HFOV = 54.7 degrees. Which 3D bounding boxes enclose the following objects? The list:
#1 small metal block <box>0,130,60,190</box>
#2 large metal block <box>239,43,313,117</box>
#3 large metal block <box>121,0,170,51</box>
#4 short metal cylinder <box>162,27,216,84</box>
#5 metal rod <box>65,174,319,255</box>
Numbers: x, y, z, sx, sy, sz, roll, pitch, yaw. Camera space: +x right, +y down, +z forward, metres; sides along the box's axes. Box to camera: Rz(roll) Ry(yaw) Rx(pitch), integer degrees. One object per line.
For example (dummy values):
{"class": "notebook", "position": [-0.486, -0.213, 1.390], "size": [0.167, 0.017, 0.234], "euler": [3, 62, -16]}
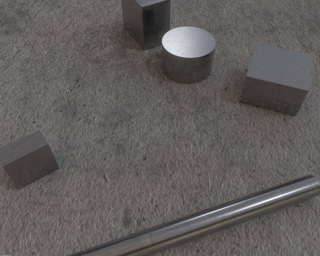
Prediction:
{"class": "small metal block", "position": [-0.150, 0.037, 0.355], "size": [0.050, 0.050, 0.025], "euler": [-29, 56, -22]}
{"class": "large metal block", "position": [0.167, -0.071, 0.448], "size": [0.080, 0.050, 0.080], "euler": [16, 52, 13]}
{"class": "large metal block", "position": [-0.025, -0.194, 0.531], "size": [0.050, 0.080, 0.080], "euler": [-24, 54, -19]}
{"class": "short metal cylinder", "position": [0.043, -0.114, 0.483], "size": [0.081, 0.050, 0.080], "euler": [0, 50, 0]}
{"class": "metal rod", "position": [0.030, 0.102, 0.317], "size": [0.302, 0.025, 0.025], "euler": [-15, 52, -12]}
